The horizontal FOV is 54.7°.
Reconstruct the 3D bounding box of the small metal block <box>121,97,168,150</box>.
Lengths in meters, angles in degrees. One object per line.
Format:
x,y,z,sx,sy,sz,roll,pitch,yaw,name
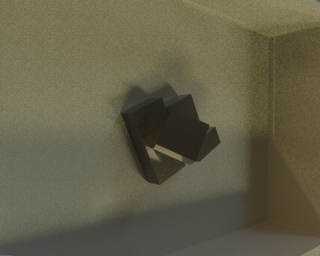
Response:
-0.015,-0.006,0.394,0.050,0.025,0.050,-31,110,-36,small metal block

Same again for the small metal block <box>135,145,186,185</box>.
0.001,0.039,0.408,0.050,0.025,0.050,-31,110,-36,small metal block

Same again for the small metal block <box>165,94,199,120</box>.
0.025,-0.014,0.428,0.050,0.025,0.050,-31,110,-36,small metal block

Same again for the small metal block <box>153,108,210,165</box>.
0.026,0.011,0.380,0.050,0.025,0.050,24,71,-2,small metal block

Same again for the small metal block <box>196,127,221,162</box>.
0.047,0.021,0.429,0.050,0.050,0.025,-35,112,-35,small metal block
